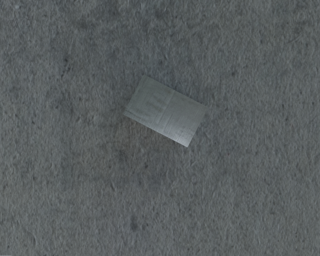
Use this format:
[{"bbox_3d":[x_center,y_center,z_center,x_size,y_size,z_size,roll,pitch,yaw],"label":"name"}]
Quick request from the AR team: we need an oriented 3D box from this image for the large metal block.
[{"bbox_3d":[0.006,-0.019,0.383,0.080,0.080,0.050,27,90,0],"label":"large metal block"}]
